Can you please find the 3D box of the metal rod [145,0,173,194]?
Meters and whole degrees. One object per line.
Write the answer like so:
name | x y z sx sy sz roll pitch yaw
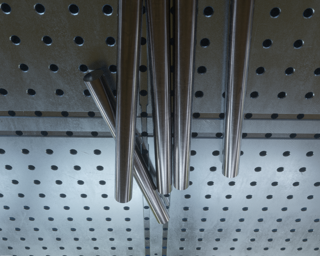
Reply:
metal rod | 0.002 -0.018 0.395 0.025 0.025 0.298 -2 130 1

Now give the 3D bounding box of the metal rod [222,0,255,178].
metal rod | 0.091 -0.047 0.371 0.025 0.025 0.298 -4 130 4

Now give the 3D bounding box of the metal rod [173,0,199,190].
metal rod | 0.029 -0.026 0.389 0.025 0.025 0.298 -1 130 1

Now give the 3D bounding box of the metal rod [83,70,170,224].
metal rod | -0.036 0.049 0.452 0.025 0.025 0.299 -12 129 10

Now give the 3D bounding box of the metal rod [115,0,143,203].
metal rod | -0.039 -0.025 0.365 0.025 0.025 0.298 4 123 -3
